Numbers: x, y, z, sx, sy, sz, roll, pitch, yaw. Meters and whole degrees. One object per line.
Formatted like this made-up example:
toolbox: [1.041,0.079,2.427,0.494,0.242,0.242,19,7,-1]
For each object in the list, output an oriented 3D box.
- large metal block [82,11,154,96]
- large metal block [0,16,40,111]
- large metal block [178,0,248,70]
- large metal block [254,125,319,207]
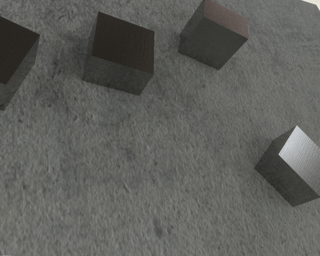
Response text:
large metal block: [-0.055,-0.099,0.420,0.081,0.050,0.080,14,56,-21]
large metal block: [-0.189,-0.077,0.334,0.080,0.050,0.080,24,53,-14]
large metal block: [0.086,-0.152,0.510,0.080,0.080,0.050,20,54,-17]
large metal block: [0.203,0.056,0.465,0.080,0.050,0.080,46,51,4]
